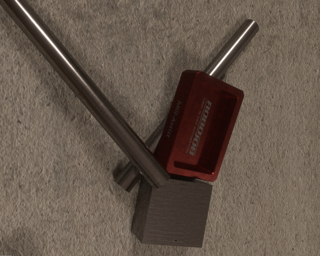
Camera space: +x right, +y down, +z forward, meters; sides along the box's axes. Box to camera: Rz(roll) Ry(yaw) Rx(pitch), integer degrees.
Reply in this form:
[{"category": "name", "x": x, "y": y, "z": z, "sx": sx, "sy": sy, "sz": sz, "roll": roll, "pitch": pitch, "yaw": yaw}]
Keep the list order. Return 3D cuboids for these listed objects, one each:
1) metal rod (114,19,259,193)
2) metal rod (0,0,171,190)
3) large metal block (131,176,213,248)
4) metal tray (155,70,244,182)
[{"category": "metal rod", "x": 0.044, "y": -0.039, "z": 0.426, "sx": 0.025, "sy": 0.025, "sz": 0.300, "roll": 43, "pitch": 76, "yaw": -15}, {"category": "metal rod", "x": -0.092, "y": -0.053, "z": 0.348, "sx": 0.025, "sy": 0.025, "sz": 0.300, "roll": -40, "pitch": 93, "yaw": -16}, {"category": "large metal block", "x": 0.015, "y": 0.104, "z": 0.402, "sx": 0.081, "sy": 0.050, "sz": 0.080, "roll": 12, "pitch": 86, "yaw": -20}, {"category": "metal tray", "x": 0.053, "y": -0.001, "z": 0.406, "sx": 0.091, "sy": 0.030, "sz": 0.129, "roll": 17, "pitch": 92, "yaw": -35}]
